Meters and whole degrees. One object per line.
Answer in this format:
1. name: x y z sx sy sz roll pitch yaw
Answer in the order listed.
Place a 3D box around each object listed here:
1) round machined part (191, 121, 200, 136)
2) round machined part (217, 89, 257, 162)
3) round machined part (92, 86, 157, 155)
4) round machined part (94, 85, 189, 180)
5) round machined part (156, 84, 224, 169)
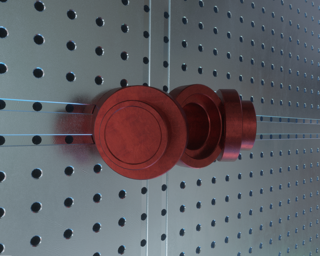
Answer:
1. round machined part: 0.047 -0.003 0.439 0.099 0.042 0.097 0 90 -40
2. round machined part: 0.100 -0.004 0.417 0.042 0.098 0.097 0 90 0
3. round machined part: -0.029 -0.003 0.375 0.099 0.042 0.097 0 90 -40
4. round machined part: -0.022 0.005 0.315 0.042 0.098 0.097 -21 107 -77
5. round machined part: 0.033 -0.002 0.372 0.099 0.042 0.097 0 90 -40
